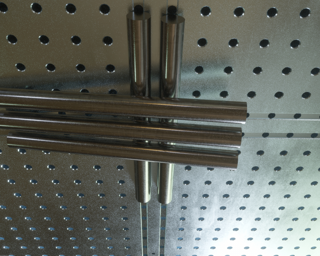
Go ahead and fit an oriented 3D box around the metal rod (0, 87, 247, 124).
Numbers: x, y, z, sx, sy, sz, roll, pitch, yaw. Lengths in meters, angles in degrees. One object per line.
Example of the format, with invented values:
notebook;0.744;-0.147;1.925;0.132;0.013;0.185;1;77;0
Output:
metal rod;-0.055;-0.027;0.361;0.302;0.025;0.025;4;131;6

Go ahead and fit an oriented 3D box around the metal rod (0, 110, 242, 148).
metal rod;-0.054;0.000;0.384;0.302;0.025;0.025;4;131;6

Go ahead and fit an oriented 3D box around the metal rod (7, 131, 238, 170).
metal rod;-0.052;0.028;0.407;0.302;0.025;0.025;5;131;6

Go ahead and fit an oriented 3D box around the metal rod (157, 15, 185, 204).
metal rod;0.010;0.002;0.414;0.025;0.025;0.298;1;130;-1

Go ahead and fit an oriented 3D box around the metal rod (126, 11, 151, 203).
metal rod;-0.025;-0.001;0.411;0.025;0.025;0.298;1;130;-1
